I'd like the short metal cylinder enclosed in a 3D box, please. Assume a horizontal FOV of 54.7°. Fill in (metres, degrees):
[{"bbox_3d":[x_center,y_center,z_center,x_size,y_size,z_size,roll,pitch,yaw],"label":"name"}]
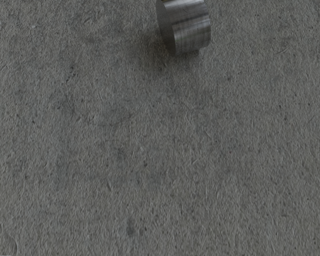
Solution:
[{"bbox_3d":[0.031,-0.145,0.432,0.050,0.080,0.080,-19,71,-7],"label":"short metal cylinder"}]
